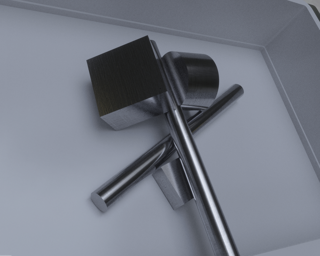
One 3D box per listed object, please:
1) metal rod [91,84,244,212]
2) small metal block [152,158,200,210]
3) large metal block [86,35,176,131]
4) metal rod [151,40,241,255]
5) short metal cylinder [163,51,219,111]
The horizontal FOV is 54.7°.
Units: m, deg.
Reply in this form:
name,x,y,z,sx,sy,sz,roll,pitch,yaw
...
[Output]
name,x,y,z,sx,sy,sz,roll,pitch,yaw
metal rod,0.032,0.008,0.417,0.025,0.025,0.302,49,51,6
small metal block,0.028,0.064,0.381,0.050,0.025,0.050,-24,75,-37
large metal block,-0.035,-0.053,0.378,0.080,0.050,0.080,-20,67,7
metal rod,0.029,0.014,0.379,0.025,0.025,0.299,-5,63,-31
short metal cylinder,0.035,-0.063,0.427,0.050,0.080,0.080,-4,64,-32
